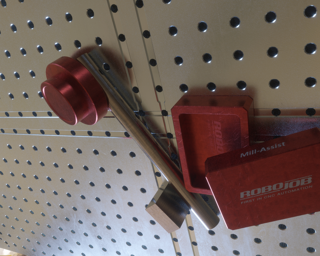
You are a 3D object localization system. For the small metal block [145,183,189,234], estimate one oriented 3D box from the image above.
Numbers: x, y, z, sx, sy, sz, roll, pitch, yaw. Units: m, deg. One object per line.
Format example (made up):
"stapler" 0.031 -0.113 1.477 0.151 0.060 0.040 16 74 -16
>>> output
"small metal block" 0.014 0.117 0.459 0.050 0.050 0.025 46 129 -5

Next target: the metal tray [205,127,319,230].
"metal tray" 0.126 0.060 0.348 0.130 0.030 0.090 -18 115 14

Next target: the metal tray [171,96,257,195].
"metal tray" 0.070 0.025 0.385 0.090 0.030 0.129 3 120 26

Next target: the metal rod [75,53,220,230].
"metal rod" -0.014 0.025 0.432 0.025 0.025 0.300 -31 102 38

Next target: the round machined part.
"round machined part" -0.120 -0.042 0.415 0.098 0.042 0.097 31 146 24
